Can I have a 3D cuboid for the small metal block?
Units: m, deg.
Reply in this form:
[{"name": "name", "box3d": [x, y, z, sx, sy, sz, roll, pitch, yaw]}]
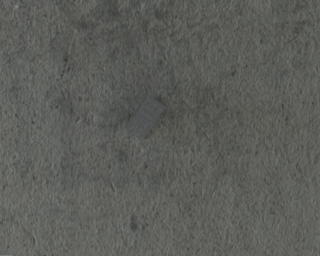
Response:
[{"name": "small metal block", "box3d": [-0.017, -0.012, 0.397, 0.025, 0.050, 0.050, 36, 90, 0]}]
